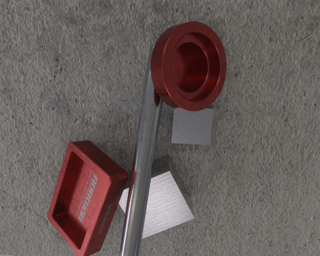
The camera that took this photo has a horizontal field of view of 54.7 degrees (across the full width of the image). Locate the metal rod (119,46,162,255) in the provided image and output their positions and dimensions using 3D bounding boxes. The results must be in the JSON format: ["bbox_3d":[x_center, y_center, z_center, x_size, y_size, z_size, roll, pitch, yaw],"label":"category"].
[{"bbox_3d":[-0.022,0.051,0.382,0.025,0.025,0.298,8,92,-3],"label":"metal rod"}]

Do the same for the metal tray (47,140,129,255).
[{"bbox_3d":[-0.100,0.093,0.412,0.090,0.030,0.129,34,112,32],"label":"metal tray"}]

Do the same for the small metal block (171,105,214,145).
[{"bbox_3d":[0.041,-0.007,0.408,0.050,0.025,0.050,3,110,-2],"label":"small metal block"}]

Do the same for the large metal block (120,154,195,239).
[{"bbox_3d":[-0.007,0.095,0.431,0.080,0.050,0.080,-24,109,8],"label":"large metal block"}]

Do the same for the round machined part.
[{"bbox_3d":[0.028,-0.069,0.358,0.099,0.042,0.097,-7,101,-37],"label":"round machined part"}]
